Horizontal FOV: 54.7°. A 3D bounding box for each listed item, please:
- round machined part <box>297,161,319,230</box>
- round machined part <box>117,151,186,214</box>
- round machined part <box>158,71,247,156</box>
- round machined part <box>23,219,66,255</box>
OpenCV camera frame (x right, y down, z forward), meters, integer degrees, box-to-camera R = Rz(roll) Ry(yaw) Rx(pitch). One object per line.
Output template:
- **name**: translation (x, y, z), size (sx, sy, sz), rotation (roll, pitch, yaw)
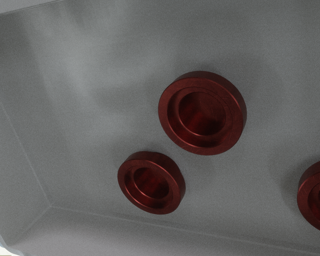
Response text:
- **round machined part**: translation (0.203, 0.070, 0.334), size (0.098, 0.042, 0.097), rotation (13, 124, 21)
- **round machined part**: translation (-0.009, 0.074, 0.448), size (0.098, 0.042, 0.097), rotation (13, 124, 21)
- **round machined part**: translation (0.051, -0.020, 0.358), size (0.098, 0.042, 0.097), rotation (13, 124, 21)
- **round machined part**: translation (-0.246, 0.240, 0.679), size (0.098, 0.042, 0.097), rotation (13, 124, 21)
